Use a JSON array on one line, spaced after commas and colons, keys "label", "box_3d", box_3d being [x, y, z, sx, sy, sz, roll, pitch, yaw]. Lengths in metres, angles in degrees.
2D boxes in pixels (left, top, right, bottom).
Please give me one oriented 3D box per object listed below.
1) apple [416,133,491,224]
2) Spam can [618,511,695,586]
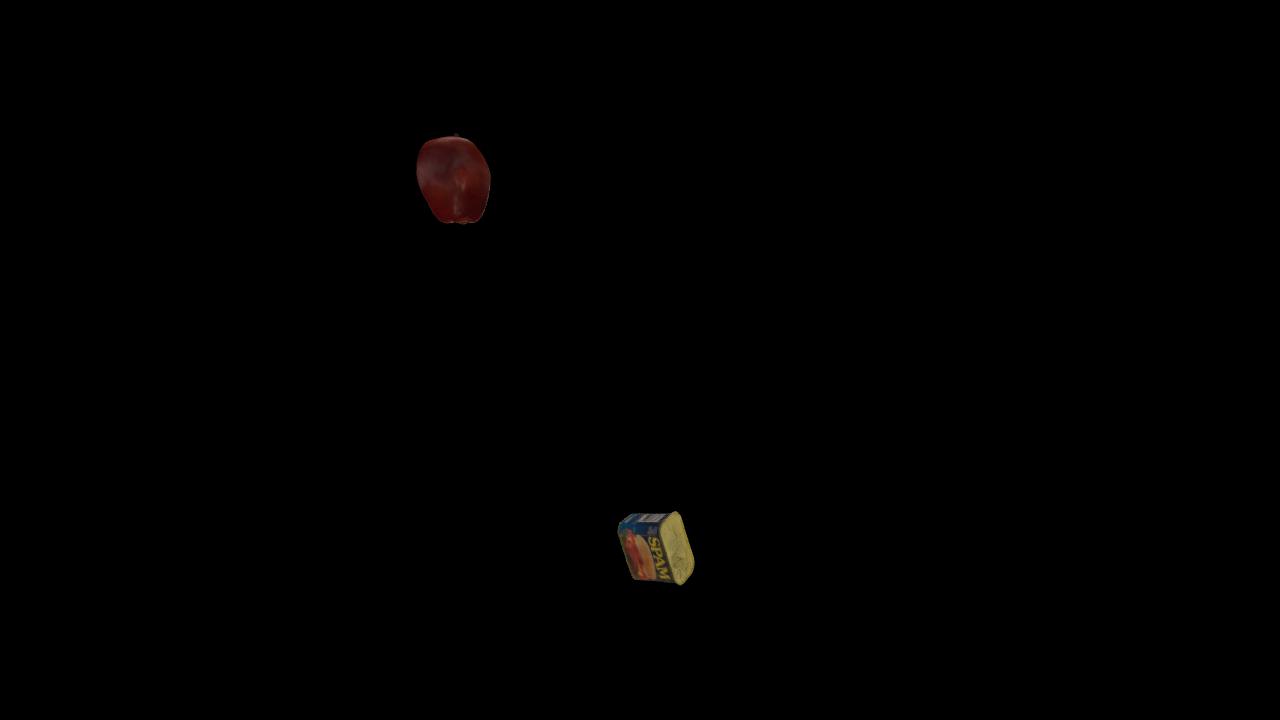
[{"label": "apple", "box_3d": [-0.198, -0.194, 0.658, 0.079, 0.093, 0.079, 0, 9, 0]}, {"label": "Spam can", "box_3d": [0.023, 0.279, 0.916, 0.085, 0.101, 0.058, -11, 10, 37]}]
